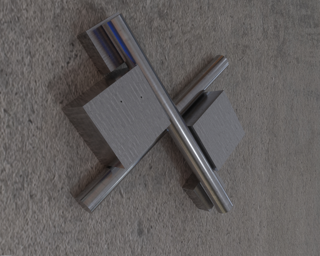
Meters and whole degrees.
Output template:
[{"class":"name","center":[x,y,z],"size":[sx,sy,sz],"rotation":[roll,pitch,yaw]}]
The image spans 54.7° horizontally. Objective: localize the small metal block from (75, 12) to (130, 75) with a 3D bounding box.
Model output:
[{"class":"small metal block","center":[-0.059,-0.097,0.357],"size":[0.050,0.025,0.050],"rotation":[-45,117,-31]}]

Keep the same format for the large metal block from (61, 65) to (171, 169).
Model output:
[{"class":"large metal block","center":[-0.046,-0.013,0.349],"size":[0.080,0.050,0.080],"rotation":[-45,117,-31]}]

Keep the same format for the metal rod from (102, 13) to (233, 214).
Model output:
[{"class":"metal rod","center":[0.021,0.000,0.390],"size":[0.025,0.025,0.299],"rotation":[-47,118,-30]}]

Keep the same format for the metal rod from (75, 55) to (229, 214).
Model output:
[{"class":"metal rod","center":[0.007,-0.010,0.412],"size":[0.301,0.025,0.025],"rotation":[-46,118,-30]}]

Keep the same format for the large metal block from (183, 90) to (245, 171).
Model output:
[{"class":"large metal block","center":[0.069,0.003,0.447],"size":[0.080,0.050,0.080],"rotation":[-47,118,-30]}]

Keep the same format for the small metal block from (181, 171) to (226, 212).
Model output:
[{"class":"small metal block","center":[0.066,0.087,0.462],"size":[0.050,0.025,0.050],"rotation":[-51,120,-28]}]
